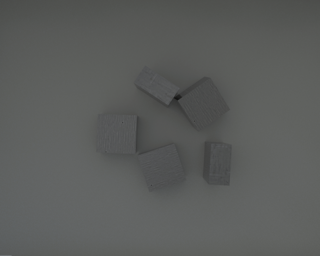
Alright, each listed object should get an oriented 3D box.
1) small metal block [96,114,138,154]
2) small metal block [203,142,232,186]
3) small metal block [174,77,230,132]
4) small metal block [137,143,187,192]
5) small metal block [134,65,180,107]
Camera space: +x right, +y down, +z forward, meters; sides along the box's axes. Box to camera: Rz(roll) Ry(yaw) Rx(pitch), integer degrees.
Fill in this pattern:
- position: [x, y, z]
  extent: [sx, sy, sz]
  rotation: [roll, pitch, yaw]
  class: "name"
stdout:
- position: [-0.056, 0.008, 0.411]
  extent: [0.050, 0.025, 0.050]
  rotation: [2, 90, -1]
  class: "small metal block"
- position: [0.073, 0.044, 0.400]
  extent: [0.025, 0.050, 0.050]
  rotation: [3, 90, 0]
  class: "small metal block"
- position: [0.055, -0.032, 0.406]
  extent: [0.050, 0.025, 0.050]
  rotation: [-35, 106, 0]
  class: "small metal block"
- position: [0.002, 0.051, 0.412]
  extent: [0.050, 0.025, 0.050]
  rotation: [-18, 90, -1]
  class: "small metal block"
- position: [-0.004, -0.052, 0.399]
  extent: [0.050, 0.050, 0.025]
  rotation: [33, 90, 0]
  class: "small metal block"
